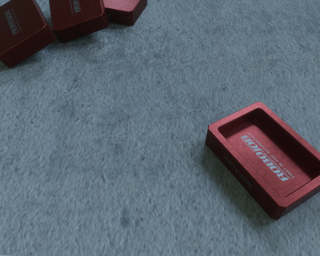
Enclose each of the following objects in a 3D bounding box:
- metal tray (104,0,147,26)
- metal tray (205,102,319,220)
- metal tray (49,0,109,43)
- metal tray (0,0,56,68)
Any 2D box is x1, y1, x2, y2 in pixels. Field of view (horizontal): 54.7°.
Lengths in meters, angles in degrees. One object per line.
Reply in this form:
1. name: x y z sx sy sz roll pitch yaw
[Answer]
1. metal tray: -0.100 -0.245 0.605 0.131 0.030 0.090 13 51 10
2. metal tray: 0.129 0.032 0.374 0.091 0.030 0.130 -25 55 -20
3. metal tray: -0.149 -0.221 0.555 0.090 0.030 0.130 -18 62 3
4. metal tray: -0.237 -0.169 0.520 0.090 0.030 0.130 -33 56 -2
